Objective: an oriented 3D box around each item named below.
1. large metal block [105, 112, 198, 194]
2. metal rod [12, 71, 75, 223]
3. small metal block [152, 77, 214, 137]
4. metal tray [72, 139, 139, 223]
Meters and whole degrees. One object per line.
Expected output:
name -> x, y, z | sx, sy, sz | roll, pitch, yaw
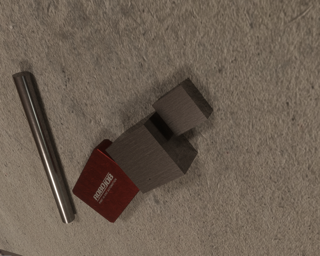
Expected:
large metal block -> -0.011, 0.031, 0.415 | 0.080, 0.050, 0.080 | -32, 101, 38
metal rod -> -0.194, 0.049, 0.536 | 0.025, 0.025, 0.298 | 8, 122, 24
small metal block -> 0.027, -0.025, 0.376 | 0.050, 0.025, 0.050 | -32, 101, 38
metal tray -> -0.082, 0.089, 0.500 | 0.090, 0.030, 0.129 | 37, 129, 3
